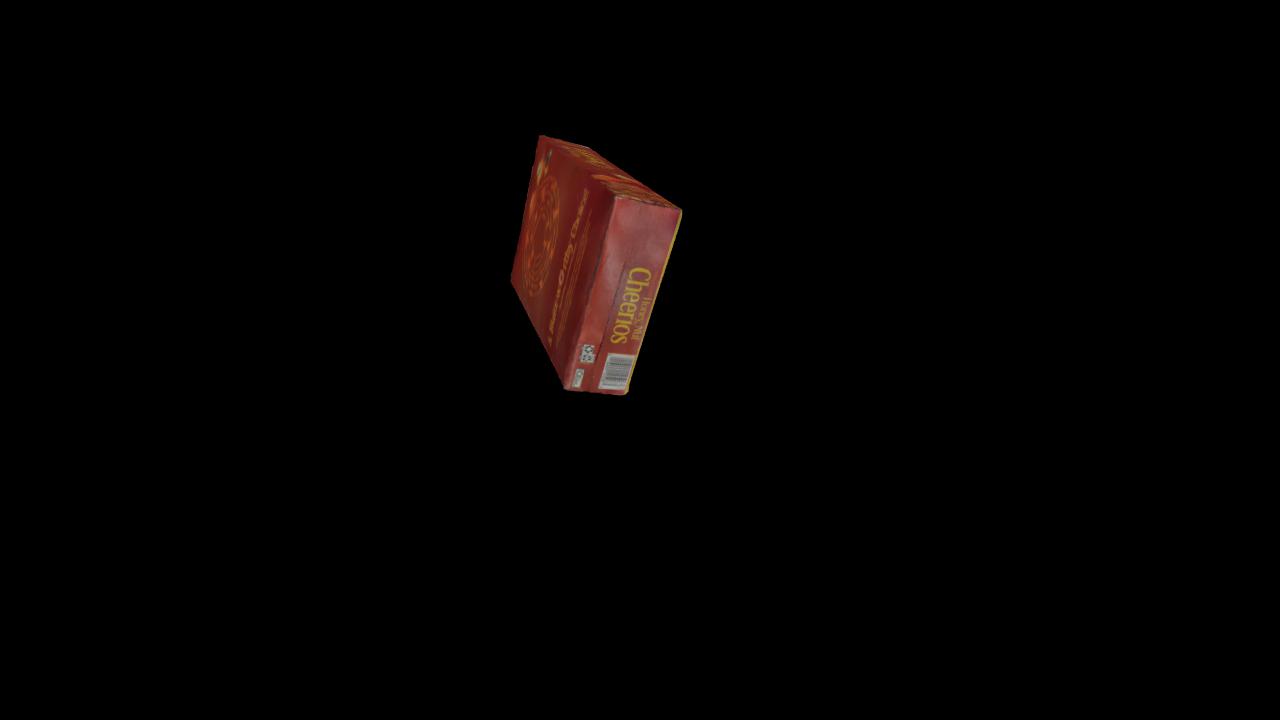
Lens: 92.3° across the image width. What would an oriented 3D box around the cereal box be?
[{"bbox_3d":[-0.070,-0.123,0.704,0.081,0.203,0.306,6,25,-25],"label":"cereal box"}]
